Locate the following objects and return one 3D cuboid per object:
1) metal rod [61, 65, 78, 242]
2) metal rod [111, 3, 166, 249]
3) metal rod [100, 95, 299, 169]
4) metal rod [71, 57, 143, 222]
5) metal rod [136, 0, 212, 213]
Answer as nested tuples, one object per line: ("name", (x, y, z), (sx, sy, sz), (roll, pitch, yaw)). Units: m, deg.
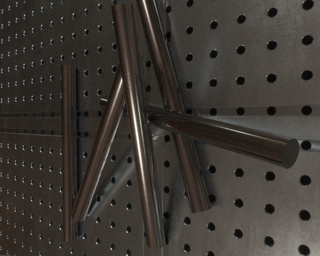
("metal rod", (-0.156, 0.042, 0.534), (0.025, 0.025, 0.298), (-2, 89, 39))
("metal rod", (-0.022, 0.012, 0.369), (0.025, 0.025, 0.298), (8, 112, 39))
("metal rod", (0.011, -0.009, 0.360), (0.300, 0.025, 0.025), (17, 101, 50))
("metal rod", (-0.084, 0.031, 0.442), (0.025, 0.025, 0.298), (45, 127, 30))
("metal rod", (0.013, -0.044, 0.396), (0.025, 0.025, 0.299), (-23, 76, 37))
